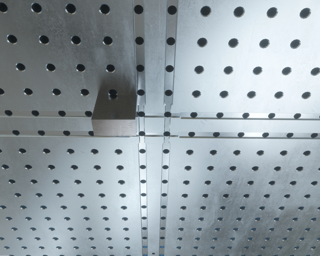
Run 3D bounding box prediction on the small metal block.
[{"bbox_3d":[-0.054,-0.016,0.381,0.050,0.050,0.025,0,130,-1],"label":"small metal block"}]
